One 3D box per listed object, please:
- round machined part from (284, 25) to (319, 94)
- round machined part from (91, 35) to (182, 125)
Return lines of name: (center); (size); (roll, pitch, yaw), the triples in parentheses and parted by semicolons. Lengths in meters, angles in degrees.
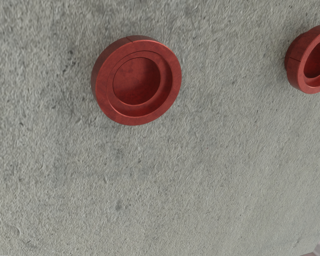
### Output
round machined part: (0.224, -0.103, 0.454); (0.099, 0.042, 0.097); (-14, 124, -21)
round machined part: (-0.029, -0.055, 0.346); (0.099, 0.042, 0.097); (-14, 124, -21)
